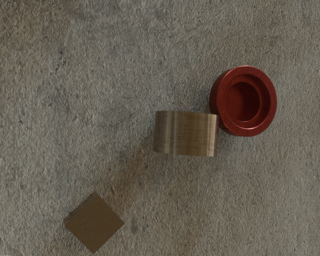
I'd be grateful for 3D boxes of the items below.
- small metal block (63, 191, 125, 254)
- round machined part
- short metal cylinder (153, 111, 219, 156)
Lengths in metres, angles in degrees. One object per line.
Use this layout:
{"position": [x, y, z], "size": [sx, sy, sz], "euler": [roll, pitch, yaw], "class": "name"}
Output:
{"position": [-0.081, 0.115, 0.380], "size": [0.050, 0.025, 0.050], "euler": [-43, 104, -15], "class": "small metal block"}
{"position": [0.113, -0.037, 0.442], "size": [0.099, 0.042, 0.097], "euler": [0, 90, -20], "class": "round machined part"}
{"position": [0.033, 0.007, 0.392], "size": [0.081, 0.080, 0.050], "euler": [5, 89, -20], "class": "short metal cylinder"}
